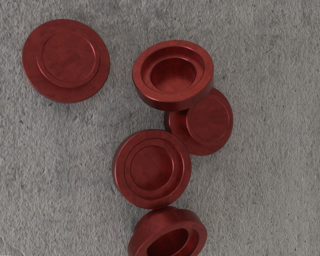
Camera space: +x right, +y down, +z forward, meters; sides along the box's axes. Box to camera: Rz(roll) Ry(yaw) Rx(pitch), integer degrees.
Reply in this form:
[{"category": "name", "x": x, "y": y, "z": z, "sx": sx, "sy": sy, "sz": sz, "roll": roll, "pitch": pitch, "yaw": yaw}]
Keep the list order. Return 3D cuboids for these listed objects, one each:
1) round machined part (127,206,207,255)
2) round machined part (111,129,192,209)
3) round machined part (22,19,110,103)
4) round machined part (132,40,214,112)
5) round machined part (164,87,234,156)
[{"category": "round machined part", "x": 0.006, "y": 0.137, "z": 0.387, "sx": 0.099, "sy": 0.042, "sz": 0.097, "roll": -14, "pitch": 126, "yaw": -19}, {"category": "round machined part", "x": -0.013, "y": 0.050, "z": 0.395, "sx": 0.099, "sy": 0.042, "sz": 0.097, "roll": 0, "pitch": 90, "yaw": -20}, {"category": "round machined part", "x": -0.107, "y": -0.078, "z": 0.360, "sx": 0.099, "sy": 0.042, "sz": 0.097, "roll": 0, "pitch": 90, "yaw": -20}, {"category": "round machined part", "x": 0.017, "y": -0.061, "z": 0.389, "sx": 0.099, "sy": 0.042, "sz": 0.098, "roll": -3, "pitch": 59, "yaw": 6}, {"category": "round machined part", "x": 0.059, "y": -0.011, "z": 0.421, "sx": 0.099, "sy": 0.042, "sz": 0.097, "roll": 0, "pitch": 90, "yaw": -20}]
